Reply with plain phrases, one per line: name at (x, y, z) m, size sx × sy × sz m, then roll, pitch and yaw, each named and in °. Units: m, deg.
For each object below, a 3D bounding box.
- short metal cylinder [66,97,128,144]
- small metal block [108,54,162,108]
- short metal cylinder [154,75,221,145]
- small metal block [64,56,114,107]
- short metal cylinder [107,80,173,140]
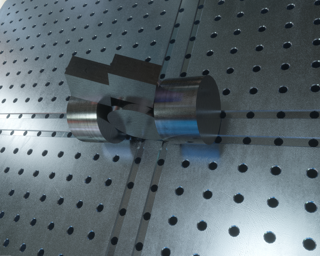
short metal cylinder at (-0.080, -0.019, 0.426) m, size 0.050 × 0.080 × 0.080 m, roll 1°, pitch 62°, yaw 29°
small metal block at (-0.027, -0.050, 0.339) m, size 0.050 × 0.050 × 0.025 m, roll 14°, pitch 66°, yaw 1°
short metal cylinder at (0.035, -0.021, 0.366) m, size 0.050 × 0.080 × 0.080 m, roll 0°, pitch 62°, yaw 29°
small metal block at (-0.078, -0.053, 0.362) m, size 0.050 × 0.050 × 0.025 m, roll 15°, pitch 66°, yaw 0°
short metal cylinder at (-0.021, -0.024, 0.399) m, size 0.080 × 0.080 × 0.050 m, roll 1°, pitch 63°, yaw 29°
